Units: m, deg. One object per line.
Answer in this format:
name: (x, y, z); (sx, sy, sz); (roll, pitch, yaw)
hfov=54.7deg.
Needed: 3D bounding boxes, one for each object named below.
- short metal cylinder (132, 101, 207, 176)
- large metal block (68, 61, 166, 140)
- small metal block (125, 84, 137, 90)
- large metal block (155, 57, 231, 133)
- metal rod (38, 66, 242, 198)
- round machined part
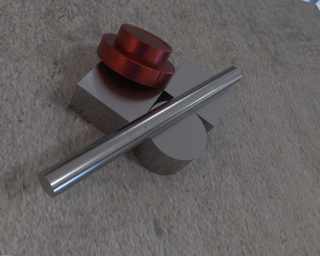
short metal cylinder: (0.011, 0.013, 0.388); (0.081, 0.050, 0.080); (14, 56, -21)
large metal block: (-0.052, -0.039, 0.385); (0.080, 0.050, 0.080); (36, 51, -4)
small metal block: (-0.018, -0.068, 0.438); (0.050, 0.025, 0.050); (37, 51, -4)
large metal block: (0.043, -0.040, 0.439); (0.080, 0.050, 0.080); (36, 51, -5)
metal rod: (0.005, -0.014, 0.354); (0.302, 0.025, 0.025); (-32, 80, -38)
round machined part: (-0.024, -0.094, 0.383); (0.099, 0.042, 0.098); (24, 25, -12)
